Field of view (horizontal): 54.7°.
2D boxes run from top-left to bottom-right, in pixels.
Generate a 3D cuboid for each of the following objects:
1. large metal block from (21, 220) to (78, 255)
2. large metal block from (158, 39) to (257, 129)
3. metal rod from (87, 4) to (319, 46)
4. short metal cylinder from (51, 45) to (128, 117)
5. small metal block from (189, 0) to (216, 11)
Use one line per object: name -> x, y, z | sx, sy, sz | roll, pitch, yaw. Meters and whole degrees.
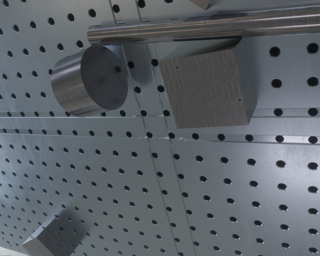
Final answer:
large metal block -> -0.244, 0.260, 0.685 | 0.080, 0.050, 0.080 | -34, 100, 38
large metal block -> 0.054, -0.048, 0.337 | 0.080, 0.050, 0.080 | -3, 117, 29
metal rod -> 0.053, -0.104, 0.318 | 0.301, 0.025, 0.025 | 4, 120, 26
short metal cylinder -> -0.085, -0.057, 0.386 | 0.050, 0.080, 0.080 | -11, 113, 33
small metal block -> 0.038, -0.151, 0.298 | 0.050, 0.025, 0.050 | 34, 129, 5
